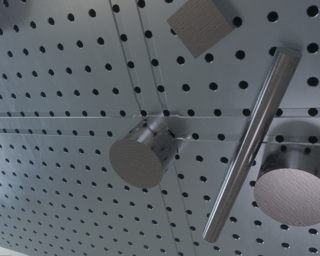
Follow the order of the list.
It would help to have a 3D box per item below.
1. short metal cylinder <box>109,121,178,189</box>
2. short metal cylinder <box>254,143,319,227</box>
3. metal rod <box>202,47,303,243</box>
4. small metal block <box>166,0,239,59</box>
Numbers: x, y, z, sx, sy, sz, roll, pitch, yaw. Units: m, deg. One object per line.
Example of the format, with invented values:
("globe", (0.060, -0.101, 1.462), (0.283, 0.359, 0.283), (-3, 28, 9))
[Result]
("short metal cylinder", (-0.022, 0.037, 0.430), (0.080, 0.050, 0.079), (13, 124, 21))
("short metal cylinder", (0.153, 0.065, 0.354), (0.080, 0.050, 0.079), (13, 124, 21))
("metal rod", (0.101, 0.045, 0.385), (0.025, 0.025, 0.298), (22, 127, 15))
("small metal block", (0.044, -0.109, 0.321), (0.050, 0.025, 0.050), (-32, 101, 38))
